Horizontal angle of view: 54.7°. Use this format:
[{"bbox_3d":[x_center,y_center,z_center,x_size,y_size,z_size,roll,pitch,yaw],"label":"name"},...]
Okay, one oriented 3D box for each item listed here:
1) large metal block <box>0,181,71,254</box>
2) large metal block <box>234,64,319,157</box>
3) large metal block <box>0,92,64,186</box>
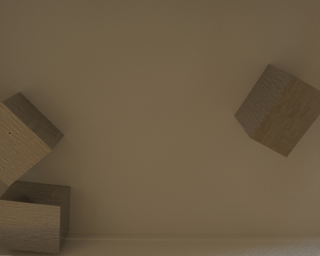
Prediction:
[{"bbox_3d":[-0.176,0.127,0.443,0.081,0.050,0.079,7,110,-3],"label":"large metal block"},{"bbox_3d":[0.142,-0.024,0.374,0.050,0.080,0.080,27,108,-10],"label":"large metal block"},{"bbox_3d":[-0.189,0.014,0.401,0.080,0.050,0.080,-38,106,13],"label":"large metal block"}]
